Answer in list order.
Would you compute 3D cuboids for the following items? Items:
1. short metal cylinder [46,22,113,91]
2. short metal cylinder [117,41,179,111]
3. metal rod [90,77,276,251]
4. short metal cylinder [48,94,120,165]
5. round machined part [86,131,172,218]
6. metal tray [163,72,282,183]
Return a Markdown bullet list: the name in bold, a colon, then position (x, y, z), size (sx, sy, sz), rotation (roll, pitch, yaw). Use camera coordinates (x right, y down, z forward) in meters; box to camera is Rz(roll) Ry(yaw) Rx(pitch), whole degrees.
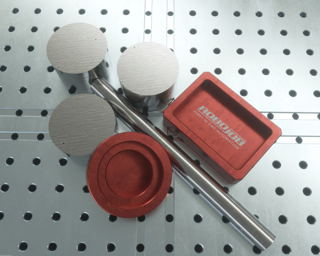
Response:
- **short metal cylinder**: position (-0.110, -0.099, 0.434), size (0.081, 0.050, 0.080), rotation (0, 70, 0)
- **short metal cylinder**: position (-0.015, -0.070, 0.423), size (0.081, 0.050, 0.080), rotation (0, 70, 0)
- **metal rod**: position (0.020, 0.037, 0.399), size (0.300, 0.025, 0.025), rotation (42, 75, 14)
- **short metal cylinder**: position (-0.094, 0.003, 0.396), size (0.081, 0.050, 0.080), rotation (0, 70, 0)
- **round machined part**: position (-0.039, 0.054, 0.371), size (0.099, 0.042, 0.097), rotation (1, 85, -18)
- **metal tray**: position (0.079, -0.003, 0.409), size (0.130, 0.030, 0.090), rotation (42, 76, 13)
